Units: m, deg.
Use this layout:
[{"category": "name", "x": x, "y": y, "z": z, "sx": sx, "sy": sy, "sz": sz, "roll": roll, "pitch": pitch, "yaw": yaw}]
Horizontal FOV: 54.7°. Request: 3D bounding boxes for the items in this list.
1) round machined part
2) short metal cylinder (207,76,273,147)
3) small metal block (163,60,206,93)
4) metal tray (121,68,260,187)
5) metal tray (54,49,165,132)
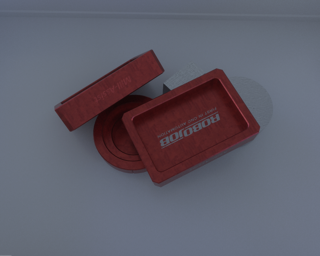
[{"category": "round machined part", "x": -0.032, "y": 0.010, "z": 0.396, "sx": 0.099, "sy": 0.042, "sz": 0.098, "roll": 0, "pitch": 70, "yaw": -1}, {"category": "short metal cylinder", "x": 0.098, "y": -0.020, "z": 0.402, "sx": 0.081, "sy": 0.050, "sz": 0.080, "roll": 0, "pitch": 70, "yaw": 0}, {"category": "small metal block", "x": 0.031, "y": -0.055, "z": 0.414, "sx": 0.050, "sy": 0.050, "sz": 0.025, "roll": -41, "pitch": 75, "yaw": -15}, {"category": "metal tray", "x": 0.034, "y": -0.001, "z": 0.356, "sx": 0.131, "sy": 0.030, "sz": 0.090, "roll": -26, "pitch": 71, "yaw": -5}, {"category": "metal tray", "x": -0.067, "y": -0.048, "z": 0.388, "sx": 0.131, "sy": 0.090, "sz": 0.030, "roll": -35, "pitch": 106, "yaw": -13}]
